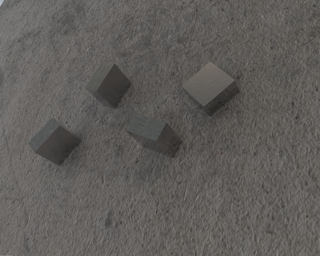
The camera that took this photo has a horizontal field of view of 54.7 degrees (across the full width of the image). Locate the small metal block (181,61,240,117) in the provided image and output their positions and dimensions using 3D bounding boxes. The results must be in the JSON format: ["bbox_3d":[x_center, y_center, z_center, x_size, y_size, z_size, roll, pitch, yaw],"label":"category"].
[{"bbox_3d":[0.065,-0.051,0.401,0.050,0.025,0.050,-41,51,0],"label":"small metal block"}]

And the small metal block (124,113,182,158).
[{"bbox_3d":[-0.007,0.010,0.386,0.050,0.050,0.025,18,72,35],"label":"small metal block"}]

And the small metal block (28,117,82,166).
[{"bbox_3d":[-0.154,0.021,0.456,0.050,0.050,0.025,-49,51,-6],"label":"small metal block"}]

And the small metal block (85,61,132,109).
[{"bbox_3d":[-0.077,-0.064,0.468,0.025,0.050,0.050,18,72,35],"label":"small metal block"}]
